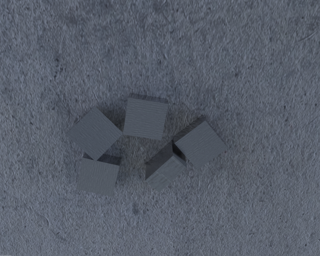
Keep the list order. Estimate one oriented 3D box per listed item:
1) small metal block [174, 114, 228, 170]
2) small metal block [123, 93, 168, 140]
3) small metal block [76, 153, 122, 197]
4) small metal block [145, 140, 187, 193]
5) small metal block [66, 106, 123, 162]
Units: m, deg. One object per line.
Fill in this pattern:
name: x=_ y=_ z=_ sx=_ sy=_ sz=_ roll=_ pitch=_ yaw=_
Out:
small metal block: x=0.054 y=0.019 z=0.417 sx=0.050 sy=0.025 sz=0.050 roll=-38 pitch=106 yaw=12
small metal block: x=-0.019 y=-0.015 z=0.404 sx=0.050 sy=0.025 sz=0.050 roll=9 pitch=110 yaw=-4
small metal block: x=-0.085 y=0.063 z=0.432 sx=0.050 sy=0.025 sz=0.050 roll=13 pitch=110 yaw=-5
small metal block: x=0.007 y=0.050 z=0.415 sx=0.050 sy=0.050 sz=0.025 roll=-43 pitch=105 yaw=14
small metal block: x=-0.085 y=0.007 z=0.402 sx=0.050 sy=0.025 sz=0.050 roll=-46 pitch=105 yaw=-8
